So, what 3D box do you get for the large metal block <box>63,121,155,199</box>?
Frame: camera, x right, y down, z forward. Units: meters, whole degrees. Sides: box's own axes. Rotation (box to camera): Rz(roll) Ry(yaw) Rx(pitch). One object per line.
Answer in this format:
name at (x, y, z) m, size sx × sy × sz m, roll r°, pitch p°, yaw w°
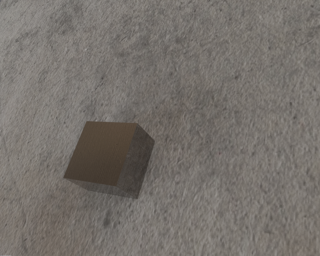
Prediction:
large metal block at (-0.062, 0.039, 0.395) m, size 0.080 × 0.050 × 0.080 m, roll 3°, pitch 63°, yaw 29°
